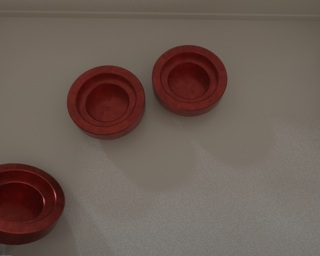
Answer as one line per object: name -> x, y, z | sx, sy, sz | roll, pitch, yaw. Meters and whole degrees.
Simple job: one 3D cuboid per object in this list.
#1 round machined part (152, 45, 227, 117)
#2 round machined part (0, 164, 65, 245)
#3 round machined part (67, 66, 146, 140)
round machined part -> 0.039, -0.060, 0.423 | 0.099, 0.042, 0.098 | 0, 70, 0
round machined part -> -0.162, 0.089, 0.348 | 0.098, 0.099, 0.042 | 38, 118, 12
round machined part -> -0.068, -0.030, 0.411 | 0.099, 0.042, 0.098 | 0, 70, 0
